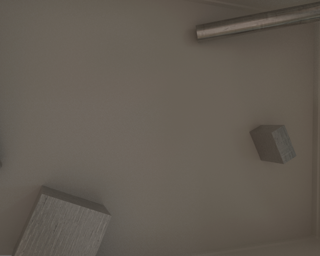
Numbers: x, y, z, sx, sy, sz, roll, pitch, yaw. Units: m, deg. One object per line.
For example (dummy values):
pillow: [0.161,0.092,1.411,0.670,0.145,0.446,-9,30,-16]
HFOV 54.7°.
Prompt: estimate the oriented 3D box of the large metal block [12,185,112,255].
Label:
large metal block: [-0.113,0.121,0.356,0.080,0.050,0.080,24,82,-19]

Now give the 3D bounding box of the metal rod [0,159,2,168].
metal rod: [-0.205,-0.081,0.266,0.025,0.025,0.298,-20,124,-19]

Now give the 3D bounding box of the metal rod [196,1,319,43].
metal rod: [0.199,-0.153,0.413,0.301,0.025,0.025,-8,94,8]

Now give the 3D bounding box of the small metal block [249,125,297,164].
small metal block: [0.167,0.023,0.461,0.025,0.050,0.050,-28,100,-18]
